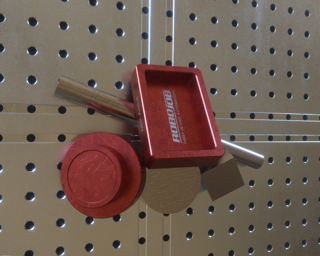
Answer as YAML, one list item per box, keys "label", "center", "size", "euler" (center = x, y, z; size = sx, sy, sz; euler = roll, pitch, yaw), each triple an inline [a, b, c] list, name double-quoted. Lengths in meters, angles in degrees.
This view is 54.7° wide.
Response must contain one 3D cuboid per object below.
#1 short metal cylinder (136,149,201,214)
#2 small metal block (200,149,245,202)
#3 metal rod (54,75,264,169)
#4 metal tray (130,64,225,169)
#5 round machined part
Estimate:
- label: "short metal cylinder"
  center: [0.005, 0.064, 0.397]
  size: [0.081, 0.050, 0.079]
  euler: [0, 90, -20]
- label: "small metal block"
  center: [0.082, 0.065, 0.428]
  size: [0.050, 0.025, 0.050]
  euler: [-27, 116, -2]
- label: "metal rod"
  center: [0.013, -0.001, 0.414]
  size: [0.302, 0.025, 0.025]
  euler: [21, 83, -19]
- label: "metal tray"
  center: [0.018, -0.017, 0.382]
  size: [0.091, 0.030, 0.130]
  euler: [0, 61, -21]
- label: "round machined part"
  center: [-0.068, 0.053, 0.350]
  size: [0.098, 0.042, 0.097]
  euler: [-1, 85, 12]
